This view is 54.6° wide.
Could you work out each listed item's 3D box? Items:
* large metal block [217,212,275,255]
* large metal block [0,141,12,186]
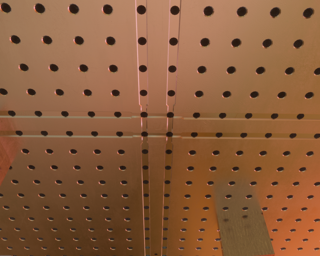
[{"bbox_3d":[0.148,0.199,0.546,0.080,0.080,0.050,-7,130,6],"label":"large metal block"},{"bbox_3d":[-0.268,0.041,0.428,0.080,0.050,0.080,-2,130,1],"label":"large metal block"}]
